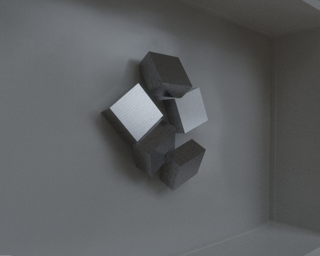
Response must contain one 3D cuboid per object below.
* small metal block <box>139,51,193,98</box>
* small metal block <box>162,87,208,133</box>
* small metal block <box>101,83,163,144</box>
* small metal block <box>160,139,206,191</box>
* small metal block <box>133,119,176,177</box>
[{"bbox_3d":[0.007,-0.067,0.397,0.050,0.025,0.050,0,57,-40],"label":"small metal block"},{"bbox_3d":[0.036,-0.025,0.437,0.050,0.025,0.050,-28,108,-36],"label":"small metal block"},{"bbox_3d":[-0.033,-0.017,0.373,0.050,0.025,0.050,-46,107,-30],"label":"small metal block"},{"bbox_3d":[0.030,0.049,0.416,0.050,0.025,0.050,-28,145,-36],"label":"small metal block"},{"bbox_3d":[-0.006,0.025,0.386,0.050,0.025,0.050,-46,154,-30],"label":"small metal block"}]
